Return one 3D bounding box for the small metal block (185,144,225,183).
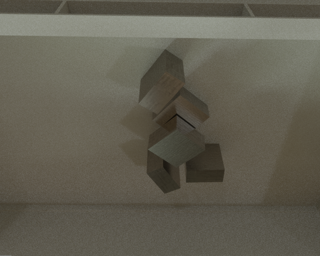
[{"bbox_3d":[0.060,0.049,0.435,0.050,0.050,0.025,-1,130,1],"label":"small metal block"}]

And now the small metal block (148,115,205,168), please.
[{"bbox_3d":[0.021,0.018,0.392,0.050,0.025,0.050,35,127,-27],"label":"small metal block"}]

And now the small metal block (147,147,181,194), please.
[{"bbox_3d":[0.005,0.056,0.440,0.025,0.050,0.050,-23,127,18],"label":"small metal block"}]

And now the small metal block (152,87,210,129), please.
[{"bbox_3d":[0.026,-0.020,0.392,0.050,0.025,0.050,33,123,-25],"label":"small metal block"}]

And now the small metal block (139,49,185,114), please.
[{"bbox_3d":[0.001,-0.052,0.348,0.025,0.050,0.050,29,124,-22],"label":"small metal block"}]
